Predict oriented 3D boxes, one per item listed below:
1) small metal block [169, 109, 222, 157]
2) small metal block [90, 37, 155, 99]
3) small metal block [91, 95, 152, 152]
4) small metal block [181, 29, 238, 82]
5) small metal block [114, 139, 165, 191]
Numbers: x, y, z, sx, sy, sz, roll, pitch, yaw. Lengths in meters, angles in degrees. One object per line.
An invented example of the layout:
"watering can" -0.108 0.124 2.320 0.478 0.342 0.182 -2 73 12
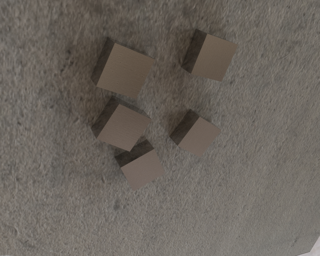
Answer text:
"small metal block" 0.051 0.008 0.441 0.050 0.025 0.050 28 103 -38
"small metal block" -0.042 -0.066 0.344 0.050 0.025 0.050 15 110 -35
"small metal block" -0.047 -0.005 0.379 0.050 0.025 0.050 26 104 -38
"small metal block" 0.062 -0.090 0.387 0.050 0.025 0.050 8 115 -32
"small metal block" -0.027 0.051 0.425 0.050 0.025 0.050 -29 129 -10
